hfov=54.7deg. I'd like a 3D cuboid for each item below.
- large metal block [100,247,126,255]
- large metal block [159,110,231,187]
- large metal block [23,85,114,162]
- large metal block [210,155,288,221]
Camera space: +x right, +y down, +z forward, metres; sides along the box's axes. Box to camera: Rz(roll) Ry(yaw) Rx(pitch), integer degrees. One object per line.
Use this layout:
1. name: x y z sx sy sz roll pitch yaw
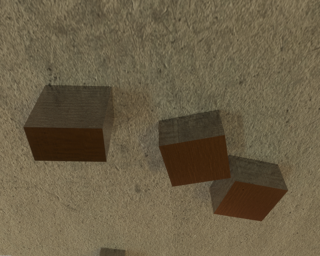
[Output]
1. large metal block: -0.104 0.302 0.627 0.050 0.080 0.079 10 129 -9
2. large metal block: 0.047 0.029 0.415 0.080 0.050 0.080 -10 130 8
3. large metal block: -0.100 -0.007 0.364 0.081 0.080 0.050 1 130 -1
4. large metal block: 0.131 0.093 0.471 0.081 0.050 0.079 12 129 -10
